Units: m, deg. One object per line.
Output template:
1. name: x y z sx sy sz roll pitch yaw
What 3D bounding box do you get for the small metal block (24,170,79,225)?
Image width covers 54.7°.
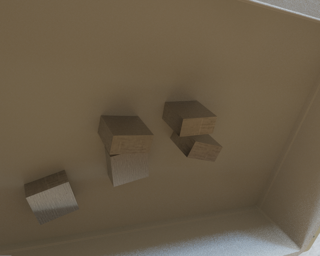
1. small metal block: -0.135 0.087 0.390 0.050 0.025 0.050 -20 126 -17

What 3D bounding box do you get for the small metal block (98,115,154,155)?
1. small metal block: -0.042 0.007 0.375 0.050 0.050 0.025 0 118 -29

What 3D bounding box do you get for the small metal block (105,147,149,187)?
1. small metal block: -0.044 0.045 0.414 0.050 0.025 0.050 -14 124 -21

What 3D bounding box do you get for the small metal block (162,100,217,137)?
1. small metal block: 0.038 -0.014 0.406 0.050 0.050 0.025 -5 121 -26

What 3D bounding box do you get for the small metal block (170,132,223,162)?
1. small metal block: 0.050 0.021 0.435 0.050 0.050 0.025 13 112 -34
